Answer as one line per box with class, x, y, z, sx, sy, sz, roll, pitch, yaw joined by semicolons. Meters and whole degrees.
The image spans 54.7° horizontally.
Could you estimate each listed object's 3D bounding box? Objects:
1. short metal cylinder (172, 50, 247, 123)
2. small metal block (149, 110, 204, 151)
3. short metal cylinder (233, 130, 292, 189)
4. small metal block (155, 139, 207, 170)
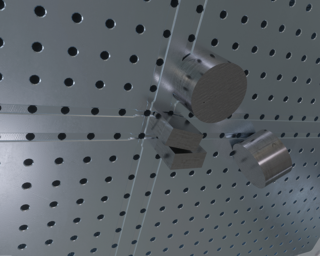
short metal cylinder;0.063;-0.053;0.397;0.081;0.050;0.079;-14;124;-21
small metal block;0.021;0.003;0.408;0.050;0.050;0.025;13;112;-34
short metal cylinder;0.161;0.049;0.494;0.050;0.080;0.080;-28;128;-11
small metal block;0.028;0.032;0.430;0.050;0.050;0.025;0;118;-29
